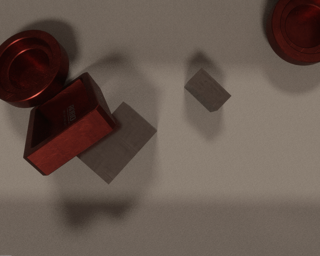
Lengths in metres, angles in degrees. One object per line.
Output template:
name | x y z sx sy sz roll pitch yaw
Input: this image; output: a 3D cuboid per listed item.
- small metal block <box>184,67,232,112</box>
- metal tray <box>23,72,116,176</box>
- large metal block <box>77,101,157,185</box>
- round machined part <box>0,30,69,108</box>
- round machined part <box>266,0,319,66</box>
small metal block | 0.060 -0.047 0.400 0.050 0.050 0.025 44 90 -1
metal tray | -0.106 -0.012 0.359 0.090 0.130 0.030 -35 121 0
large metal block | -0.049 0.016 0.383 0.050 0.080 0.080 42 90 -1
round machined part | -0.159 -0.070 0.390 0.098 0.042 0.098 -4 71 12
round machined part | 0.187 -0.130 0.405 0.099 0.042 0.097 0 90 -1
